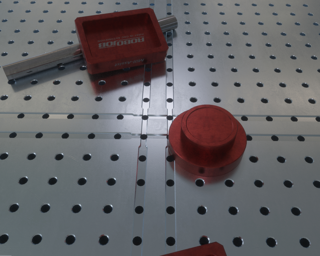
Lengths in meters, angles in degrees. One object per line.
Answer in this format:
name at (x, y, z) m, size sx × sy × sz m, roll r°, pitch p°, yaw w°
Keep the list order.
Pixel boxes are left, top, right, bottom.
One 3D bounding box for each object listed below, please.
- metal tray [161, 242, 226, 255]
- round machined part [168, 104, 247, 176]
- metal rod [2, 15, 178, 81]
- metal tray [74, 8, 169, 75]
metal tray at (0.006, 0.161, 0.268) m, size 0.131 × 0.030 × 0.090 m, roll -10°, pitch 51°, yaw -9°
round machined part at (0.060, 0.008, 0.390) m, size 0.099 × 0.042 × 0.098 m, roll 0°, pitch 50°, yaw 0°
metal rod at (-0.106, -0.140, 0.524) m, size 0.302 × 0.025 × 0.025 m, roll -23°, pitch 54°, yaw -19°
metal tray at (-0.062, -0.143, 0.501) m, size 0.131 × 0.030 × 0.090 m, roll -14°, pitch 70°, yaw -16°
